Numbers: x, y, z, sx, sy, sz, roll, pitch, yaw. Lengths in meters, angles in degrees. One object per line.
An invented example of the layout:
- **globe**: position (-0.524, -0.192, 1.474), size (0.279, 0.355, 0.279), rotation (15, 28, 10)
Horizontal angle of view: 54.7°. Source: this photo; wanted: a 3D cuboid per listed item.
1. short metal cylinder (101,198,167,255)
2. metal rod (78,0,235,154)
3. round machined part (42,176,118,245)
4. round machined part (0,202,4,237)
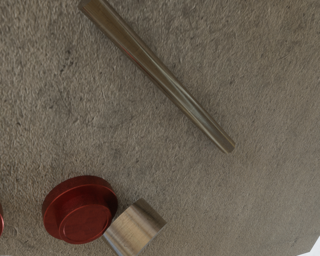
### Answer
- **short metal cylinder**: position (-0.035, 0.146, 0.439), size (0.080, 0.050, 0.080), rotation (-43, 165, -14)
- **metal rod**: position (0.019, -0.047, 0.389), size (0.025, 0.025, 0.300), rotation (-46, 130, 4)
- **round machined part**: position (-0.103, 0.115, 0.412), size (0.099, 0.042, 0.097), rotation (-14, 124, -21)
- **round machined part**: position (-0.225, 0.098, 0.334), size (0.099, 0.042, 0.097), rotation (-14, 125, -21)
